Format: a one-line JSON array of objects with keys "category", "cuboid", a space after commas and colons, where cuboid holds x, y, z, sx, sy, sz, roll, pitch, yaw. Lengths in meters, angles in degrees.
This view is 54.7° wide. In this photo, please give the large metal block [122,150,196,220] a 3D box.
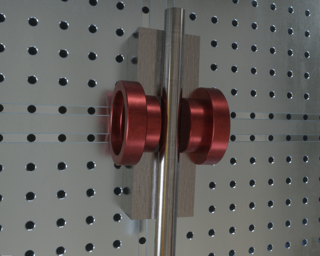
[{"category": "large metal block", "cuboid": [-0.002, 0.069, 0.398, 0.081, 0.050, 0.080, 3, 89, -20]}]

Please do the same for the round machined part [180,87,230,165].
[{"category": "round machined part", "cuboid": [0.047, -0.002, 0.391, 0.042, 0.098, 0.097, 2, 90, -15]}]

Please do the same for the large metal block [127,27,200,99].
[{"category": "large metal block", "cuboid": [0.003, -0.078, 0.400, 0.081, 0.050, 0.080, 2, 89, -20]}]

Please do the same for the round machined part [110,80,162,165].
[{"category": "round machined part", "cuboid": [-0.029, -0.005, 0.362, 0.042, 0.098, 0.097, 2, 90, -20]}]

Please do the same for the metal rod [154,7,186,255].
[{"category": "metal rod", "cuboid": [0.011, 0.011, 0.363, 0.025, 0.025, 0.298, 3, 89, -20]}]
